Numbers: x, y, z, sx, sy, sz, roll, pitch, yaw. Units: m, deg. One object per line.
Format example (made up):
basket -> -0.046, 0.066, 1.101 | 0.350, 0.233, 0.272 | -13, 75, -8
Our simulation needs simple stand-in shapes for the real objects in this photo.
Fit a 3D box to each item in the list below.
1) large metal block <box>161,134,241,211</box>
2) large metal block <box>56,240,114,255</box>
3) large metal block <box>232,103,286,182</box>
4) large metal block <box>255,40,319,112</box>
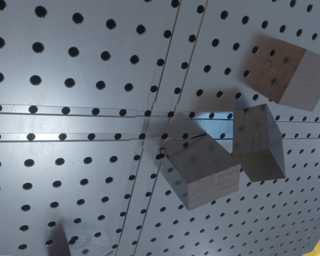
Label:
large metal block -> 0.056, 0.060, 0.442 | 0.081, 0.080, 0.050 | -17, 125, -18
large metal block -> -0.105, 0.217, 0.452 | 0.080, 0.080, 0.050 | 28, 103, -37
large metal block -> 0.147, 0.024, 0.461 | 0.050, 0.080, 0.080 | -14, 137, 30
large metal block -> 0.201, -0.075, 0.457 | 0.081, 0.050, 0.080 | 7, 115, -32
